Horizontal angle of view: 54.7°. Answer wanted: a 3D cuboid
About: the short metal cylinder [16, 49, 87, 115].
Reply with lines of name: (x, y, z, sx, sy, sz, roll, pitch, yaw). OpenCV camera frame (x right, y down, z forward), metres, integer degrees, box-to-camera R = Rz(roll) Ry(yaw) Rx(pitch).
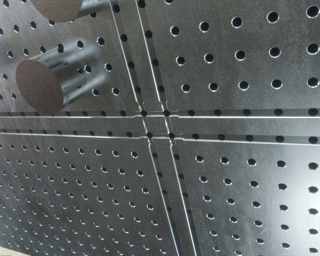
short metal cylinder: (-0.152, -0.065, 0.435, 0.080, 0.050, 0.079, 13, 124, 21)

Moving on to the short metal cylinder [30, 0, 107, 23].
short metal cylinder: (-0.104, -0.165, 0.348, 0.080, 0.050, 0.079, 13, 124, 21)
